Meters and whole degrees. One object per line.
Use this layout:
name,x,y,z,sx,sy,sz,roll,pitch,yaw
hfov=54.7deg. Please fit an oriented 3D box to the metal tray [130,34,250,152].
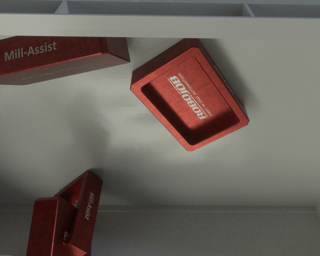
metal tray,0.038,-0.035,0.375,0.090,0.030,0.130,-29,125,22

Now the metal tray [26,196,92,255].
metal tray,-0.125,0.152,0.406,0.030,0.090,0.130,-6,151,5

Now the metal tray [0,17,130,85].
metal tray,-0.103,-0.070,0.304,0.131,0.090,0.030,-10,95,8

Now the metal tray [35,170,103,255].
metal tray,-0.131,0.132,0.445,0.090,0.130,0.030,-37,117,21
